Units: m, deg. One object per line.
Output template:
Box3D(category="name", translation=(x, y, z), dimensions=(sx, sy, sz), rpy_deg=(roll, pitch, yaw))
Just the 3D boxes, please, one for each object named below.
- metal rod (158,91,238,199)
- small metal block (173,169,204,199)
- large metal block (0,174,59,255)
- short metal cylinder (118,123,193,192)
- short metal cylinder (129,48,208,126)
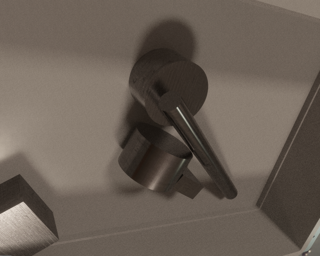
Box3D(category="metal rod", translation=(0.068, 0.044, 0.434), dimensions=(0.025, 0.025, 0.300), rpy_deg=(-40, 142, -1))
Box3D(category="small metal block", translation=(0.029, 0.072, 0.455), dimensions=(0.050, 0.050, 0.025), rpy_deg=(34, 99, -39))
Box3D(category="large metal block", translation=(-0.180, 0.115, 0.366), dimensions=(0.080, 0.050, 0.080), rpy_deg=(-29, 129, -11))
Box3D(category="short metal cylinder", translation=(-0.006, 0.036, 0.394), dimensions=(0.080, 0.080, 0.050), rpy_deg=(19, 108, -36))
Box3D(category="short metal cylinder", translation=(0.010, -0.049, 0.369), dimensions=(0.081, 0.050, 0.079), rpy_deg=(-14, 124, -21))
